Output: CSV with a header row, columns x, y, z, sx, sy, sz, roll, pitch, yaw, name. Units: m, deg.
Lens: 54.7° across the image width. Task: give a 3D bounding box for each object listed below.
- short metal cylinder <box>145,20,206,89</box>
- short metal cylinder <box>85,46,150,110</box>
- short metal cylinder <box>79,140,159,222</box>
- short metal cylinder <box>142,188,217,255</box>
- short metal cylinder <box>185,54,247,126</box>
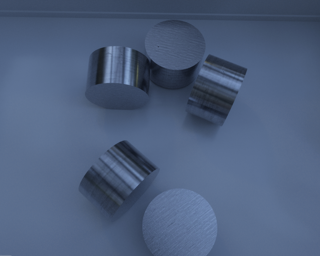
x,y,z,sx,sy,sz,roll,pitch,yaw,name
0.019,-0.102,0.432,0.081,0.050,0.080,1,68,-3,short metal cylinder
-0.054,-0.062,0.403,0.081,0.080,0.050,1,70,0,short metal cylinder
-0.046,0.061,0.358,0.050,0.080,0.080,40,75,13,short metal cylinder
0.021,0.113,0.355,0.081,0.050,0.080,0,70,0,short metal cylinder
0.072,-0.048,0.399,0.050,0.080,0.080,23,72,8,short metal cylinder
